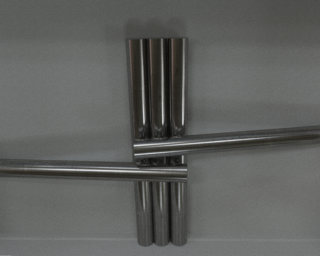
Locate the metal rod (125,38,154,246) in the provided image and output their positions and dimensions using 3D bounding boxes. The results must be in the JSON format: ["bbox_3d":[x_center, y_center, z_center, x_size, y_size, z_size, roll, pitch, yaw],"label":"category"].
[{"bbox_3d":[-0.025,0.033,0.422,0.025,0.025,0.298,-1,110,0],"label":"metal rod"}]

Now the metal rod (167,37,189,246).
[{"bbox_3d":[0.025,0.032,0.422,0.025,0.025,0.298,-1,110,0],"label":"metal rod"}]

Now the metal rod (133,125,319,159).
[{"bbox_3d":[0.118,0.016,0.399,0.302,0.025,0.025,-4,110,-6],"label":"metal rod"}]

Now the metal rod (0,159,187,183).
[{"bbox_3d":[-0.115,0.056,0.412,0.302,0.025,0.025,1,110,5],"label":"metal rod"}]

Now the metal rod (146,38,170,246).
[{"bbox_3d":[-0.001,0.032,0.422,0.025,0.025,0.298,-1,110,0],"label":"metal rod"}]
